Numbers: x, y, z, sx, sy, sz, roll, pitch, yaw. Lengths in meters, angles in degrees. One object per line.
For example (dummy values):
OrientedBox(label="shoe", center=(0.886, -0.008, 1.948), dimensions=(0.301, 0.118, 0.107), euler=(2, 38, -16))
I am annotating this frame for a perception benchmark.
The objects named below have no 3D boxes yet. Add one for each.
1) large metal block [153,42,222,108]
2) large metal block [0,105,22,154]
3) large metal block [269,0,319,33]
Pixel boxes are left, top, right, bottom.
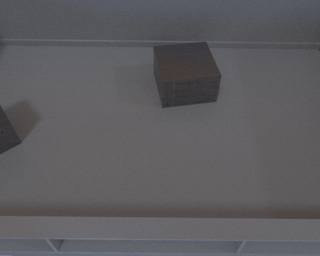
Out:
OrientedBox(label="large metal block", center=(0.037, -0.080, 0.456), dimensions=(0.081, 0.050, 0.080), euler=(-7, 51, -7))
OrientedBox(label="large metal block", center=(-0.227, -0.001, 0.367), dimensions=(0.080, 0.080, 0.050), euler=(-33, 58, -25))
OrientedBox(label="large metal block", center=(0.257, -0.231, 0.589), dimensions=(0.080, 0.050, 0.080), euler=(12, 51, 10))
